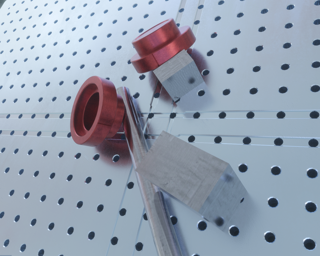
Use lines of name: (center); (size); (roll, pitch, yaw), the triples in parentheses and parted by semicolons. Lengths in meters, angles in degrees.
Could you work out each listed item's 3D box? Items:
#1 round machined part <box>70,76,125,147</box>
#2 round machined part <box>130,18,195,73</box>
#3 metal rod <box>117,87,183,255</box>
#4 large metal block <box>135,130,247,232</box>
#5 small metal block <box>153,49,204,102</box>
round machined part: (-0.086, -0.021, 0.439); (0.098, 0.042, 0.098); (-21, 62, 47)
round machined part: (-0.001, -0.123, 0.446); (0.098, 0.042, 0.098); (-27, 22, 12)
metal rod: (-0.017, 0.058, 0.381); (0.025, 0.025, 0.299); (-28, 52, 10)
large metal block: (0.034, 0.055, 0.321); (0.080, 0.080, 0.050); (27, 77, 37)
small metal block: (0.026, -0.070, 0.420); (0.050, 0.050, 0.025); (-35, 56, 5)
